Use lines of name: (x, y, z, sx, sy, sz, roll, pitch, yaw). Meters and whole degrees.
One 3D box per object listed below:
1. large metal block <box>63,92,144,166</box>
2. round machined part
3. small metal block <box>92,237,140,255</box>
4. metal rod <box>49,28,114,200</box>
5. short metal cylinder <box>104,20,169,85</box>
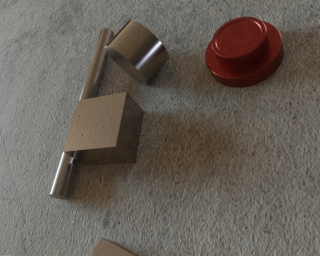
large metal block: (-0.074, 0.003, 0.423, 0.080, 0.050, 0.080, -7, 59, 24)
round machined part: (0.106, -0.104, 0.401, 0.098, 0.042, 0.098, -13, 56, 20)
small metal block: (-0.051, 0.154, 0.335, 0.050, 0.025, 0.050, 14, 69, 33)
metal rod: (-0.115, -0.038, 0.485, 0.025, 0.025, 0.299, -5, 59, 25)
short metal cylinder: (-0.033, -0.109, 0.451, 0.050, 0.080, 0.080, -49, 52, -6)
